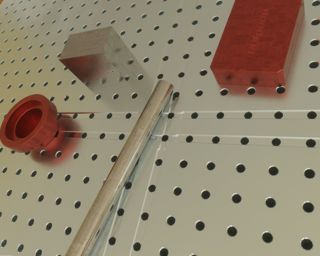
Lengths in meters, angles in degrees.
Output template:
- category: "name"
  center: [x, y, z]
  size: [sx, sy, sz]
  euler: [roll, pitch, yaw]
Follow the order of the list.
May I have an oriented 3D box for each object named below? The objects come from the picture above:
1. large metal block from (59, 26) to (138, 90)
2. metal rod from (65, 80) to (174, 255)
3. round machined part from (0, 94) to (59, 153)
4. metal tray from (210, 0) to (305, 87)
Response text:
- category: "large metal block"
  center: [-0.094, -0.106, 0.485]
  size: [0.080, 0.080, 0.050]
  euler: [-2, 61, 27]
- category: "metal rod"
  center: [-0.056, 0.067, 0.394]
  size: [0.025, 0.025, 0.300]
  euler: [15, 69, 34]
- category: "round machined part"
  center: [-0.207, -0.004, 0.505]
  size: [0.098, 0.042, 0.098]
  euler: [-13, 56, 20]
- category: "metal tray"
  center: [0.130, -0.118, 0.409]
  size: [0.090, 0.030, 0.130]
  euler: [9, 66, 31]
